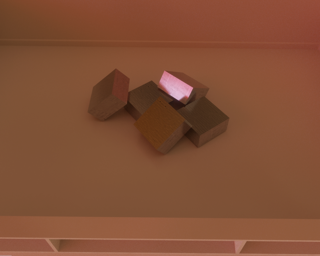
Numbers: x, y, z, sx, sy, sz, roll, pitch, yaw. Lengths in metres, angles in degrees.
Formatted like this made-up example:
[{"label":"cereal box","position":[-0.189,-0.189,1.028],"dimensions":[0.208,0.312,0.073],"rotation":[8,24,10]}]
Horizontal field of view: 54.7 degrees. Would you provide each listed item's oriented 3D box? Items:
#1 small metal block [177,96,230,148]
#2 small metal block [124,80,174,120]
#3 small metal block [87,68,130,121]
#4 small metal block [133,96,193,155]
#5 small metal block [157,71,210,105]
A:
[{"label":"small metal block","position":[0.055,-0.009,0.411],"dimensions":[0.050,0.025,0.050],"rotation":[-29,56,-23]},{"label":"small metal block","position":[-0.016,-0.034,0.431],"dimensions":[0.050,0.025,0.050],"rotation":[-31,57,-24]},{"label":"small metal block","position":[-0.069,-0.045,0.422],"dimensions":[0.050,0.025,0.050],"rotation":[-31,40,32]},{"label":"small metal block","position":[0.003,-0.004,0.391],"dimensions":[0.050,0.025,0.050],"rotation":[-47,59,4]},{"label":"small metal block","position":[0.034,-0.057,0.436],"dimensions":[0.050,0.025,0.050],"rotation":[36,24,25]}]
